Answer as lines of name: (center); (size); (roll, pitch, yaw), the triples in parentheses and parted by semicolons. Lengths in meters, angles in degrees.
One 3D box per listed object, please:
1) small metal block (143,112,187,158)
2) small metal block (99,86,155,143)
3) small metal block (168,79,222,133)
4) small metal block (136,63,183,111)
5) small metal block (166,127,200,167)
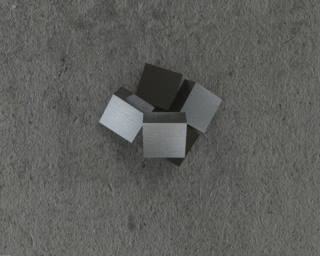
small metal block: (0.005, 0.008, 0.375); (0.050, 0.025, 0.050); (0, 123, -1)
small metal block: (-0.043, -0.017, 0.399); (0.050, 0.025, 0.050); (33, 126, -2)
small metal block: (0.045, -0.028, 0.401); (0.050, 0.025, 0.050); (28, 90, -34)
small metal block: (-0.002, -0.053, 0.411); (0.050, 0.025, 0.050); (17, 90, -1)
small metal block: (0.017, 0.016, 0.412); (0.050, 0.025, 0.050); (33, 90, -1)
